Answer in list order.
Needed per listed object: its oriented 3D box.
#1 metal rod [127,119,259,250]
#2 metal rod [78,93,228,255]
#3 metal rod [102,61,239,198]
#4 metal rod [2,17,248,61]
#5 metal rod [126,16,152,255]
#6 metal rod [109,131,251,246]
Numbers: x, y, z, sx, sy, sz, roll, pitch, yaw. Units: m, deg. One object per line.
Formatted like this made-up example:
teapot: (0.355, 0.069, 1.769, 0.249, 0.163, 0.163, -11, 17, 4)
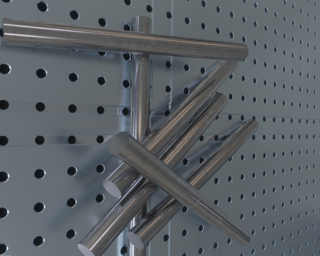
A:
metal rod: (0.067, 0.061, 0.445, 0.302, 0.025, 0.025, -35, 112, -40)
metal rod: (0.013, 0.038, 0.392, 0.301, 0.025, 0.025, -45, 117, -40)
metal rod: (0.033, -0.022, 0.413, 0.301, 0.025, 0.025, -45, 118, -38)
metal rod: (-0.015, -0.098, 0.363, 0.302, 0.025, 0.025, -4, 93, -30)
metal rod: (-0.026, 0.014, 0.386, 0.025, 0.025, 0.298, 2, 89, -40)
metal rod: (0.046, 0.092, 0.386, 0.300, 0.025, 0.025, 43, 64, -40)
